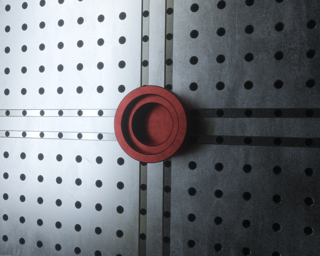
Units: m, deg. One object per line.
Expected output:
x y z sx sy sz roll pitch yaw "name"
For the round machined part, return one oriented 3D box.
-0.006 -0.005 0.405 0.098 0.042 0.097 0 90 19 "round machined part"
